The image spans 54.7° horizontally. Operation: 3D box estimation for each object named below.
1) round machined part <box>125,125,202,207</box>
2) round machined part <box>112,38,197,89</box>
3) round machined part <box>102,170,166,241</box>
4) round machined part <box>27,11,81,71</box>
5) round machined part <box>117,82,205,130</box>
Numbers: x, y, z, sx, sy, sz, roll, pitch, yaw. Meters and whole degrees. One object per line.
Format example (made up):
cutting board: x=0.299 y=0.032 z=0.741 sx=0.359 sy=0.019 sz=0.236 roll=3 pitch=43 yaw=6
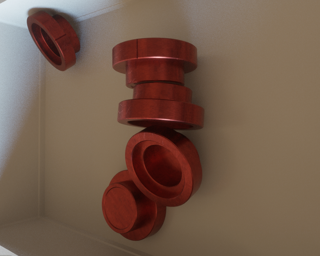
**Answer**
round machined part: x=0.008 y=0.042 z=0.373 sx=0.098 sy=0.042 sz=0.097 roll=18 pitch=122 yaw=32
round machined part: x=-0.006 y=-0.069 z=0.362 sx=0.098 sy=0.099 sz=0.042 roll=-2 pitch=87 yaw=39
round machined part: x=-0.043 y=0.107 z=0.429 sx=0.098 sy=0.042 sz=0.097 roll=0 pitch=90 yaw=39
round machined part: x=-0.170 y=-0.147 z=0.512 sx=0.098 sy=0.042 sz=0.097 roll=37 pitch=152 yaw=24
round machined part: x=0.002 y=-0.024 z=0.357 sx=0.098 sy=0.099 sz=0.042 roll=-1 pitch=82 yaw=39
